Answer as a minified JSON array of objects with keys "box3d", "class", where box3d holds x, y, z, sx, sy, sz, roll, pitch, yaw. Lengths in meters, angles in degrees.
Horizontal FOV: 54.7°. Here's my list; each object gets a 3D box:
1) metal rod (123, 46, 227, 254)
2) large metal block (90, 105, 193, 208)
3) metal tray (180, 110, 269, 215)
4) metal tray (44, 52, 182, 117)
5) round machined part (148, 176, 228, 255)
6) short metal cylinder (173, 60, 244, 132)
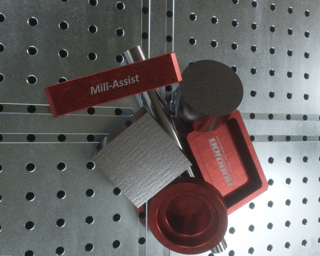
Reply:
[{"box3d":[0.024,0.035,0.417,0.025,0.025,0.299,-27,99,-18],"class":"metal rod"},{"box3d":[-0.022,0.032,0.368,0.080,0.050,0.080,-39,104,3],"class":"large metal block"},{"box3d":[0.091,0.048,0.440,0.091,0.030,0.129,-27,99,-18],"class":"metal tray"},{"box3d":[-0.049,-0.047,0.341,0.131,0.090,0.030,-17,98,-5],"class":"metal tray"},{"box3d":[0.036,0.108,0.398,0.098,0.042,0.097,2,104,9],"class":"round machined part"},{"box3d":[0.060,-0.041,0.402,0.081,0.050,0.080,3,66,-7],"class":"short metal cylinder"}]
